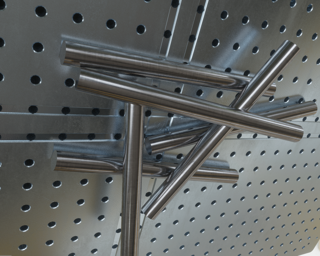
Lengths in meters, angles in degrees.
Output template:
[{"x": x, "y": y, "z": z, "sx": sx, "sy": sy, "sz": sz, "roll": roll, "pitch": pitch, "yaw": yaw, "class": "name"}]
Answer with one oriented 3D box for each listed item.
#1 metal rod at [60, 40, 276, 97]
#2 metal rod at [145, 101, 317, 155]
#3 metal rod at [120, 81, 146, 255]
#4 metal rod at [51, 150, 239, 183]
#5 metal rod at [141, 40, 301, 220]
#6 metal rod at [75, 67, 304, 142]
[{"x": 0.033, "y": -0.067, "z": 0.386, "sx": 0.302, "sy": 0.025, "sz": 0.025, "roll": 4, "pitch": 117, "yaw": -30, "class": "metal rod"}, {"x": 0.121, "y": -0.005, "z": 0.473, "sx": 0.302, "sy": 0.025, "sz": 0.025, "roll": -12, "pitch": 124, "yaw": -22, "class": "metal rod"}, {"x": -0.037, "y": 0.090, "z": 0.403, "sx": 0.025, "sy": 0.025, "sz": 0.298, "roll": -5, "pitch": 108, "yaw": -26, "class": "metal rod"}, {"x": 0.000, "y": 0.060, "z": 0.447, "sx": 0.302, "sy": 0.025, "sz": 0.025, "roll": 10, "pitch": 113, "yaw": -33, "class": "metal rod"}, {"x": 0.078, "y": 0.008, "z": 0.423, "sx": 0.025, "sy": 0.025, "sz": 0.299, "roll": 34, "pitch": 99, "yaw": -38, "class": "metal rod"}, {"x": 0.053, "y": -0.021, "z": 0.372, "sx": 0.302, "sy": 0.025, "sz": 0.025, "roll": 12, "pitch": 113, "yaw": -23, "class": "metal rod"}]
